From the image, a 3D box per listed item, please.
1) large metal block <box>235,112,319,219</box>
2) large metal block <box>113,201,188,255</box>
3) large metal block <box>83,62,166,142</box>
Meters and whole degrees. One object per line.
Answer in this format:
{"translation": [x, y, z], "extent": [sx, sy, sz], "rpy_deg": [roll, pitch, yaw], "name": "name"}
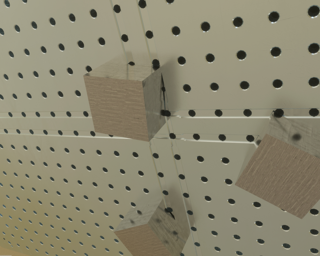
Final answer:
{"translation": [0.142, 0.041, 0.346], "extent": [0.080, 0.050, 0.079], "rpy_deg": [27, 128, 11], "name": "large metal block"}
{"translation": [-0.015, 0.177, 0.513], "extent": [0.080, 0.050, 0.080], "rpy_deg": [-27, 104, 37], "name": "large metal block"}
{"translation": [-0.043, -0.035, 0.396], "extent": [0.080, 0.050, 0.080], "rpy_deg": [9, 123, 23], "name": "large metal block"}
